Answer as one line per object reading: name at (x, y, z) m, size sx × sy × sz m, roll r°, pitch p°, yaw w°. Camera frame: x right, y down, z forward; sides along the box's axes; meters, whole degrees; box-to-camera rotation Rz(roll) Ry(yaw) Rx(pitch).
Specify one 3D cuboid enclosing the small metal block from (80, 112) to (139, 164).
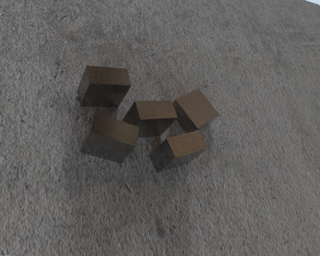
small metal block at (-0.057, 0.013, 0.349) m, size 0.050 × 0.050 × 0.025 m, roll 19°, pitch 55°, yaw -17°

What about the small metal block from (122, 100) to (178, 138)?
small metal block at (-0.014, -0.010, 0.386) m, size 0.050 × 0.050 × 0.025 m, roll -4°, pitch 64°, yaw -30°

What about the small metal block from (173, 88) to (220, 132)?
small metal block at (0.048, -0.023, 0.444) m, size 0.050 × 0.025 × 0.050 m, roll -29°, pitch 78°, yaw -37°

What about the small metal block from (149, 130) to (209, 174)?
small metal block at (0.022, 0.029, 0.381) m, size 0.050 × 0.050 × 0.025 m, roll -13°, pitch 69°, yaw -33°

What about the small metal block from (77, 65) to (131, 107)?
small metal block at (-0.069, -0.049, 0.380) m, size 0.050 × 0.050 × 0.025 m, roll -1°, pitch 63°, yaw -29°
